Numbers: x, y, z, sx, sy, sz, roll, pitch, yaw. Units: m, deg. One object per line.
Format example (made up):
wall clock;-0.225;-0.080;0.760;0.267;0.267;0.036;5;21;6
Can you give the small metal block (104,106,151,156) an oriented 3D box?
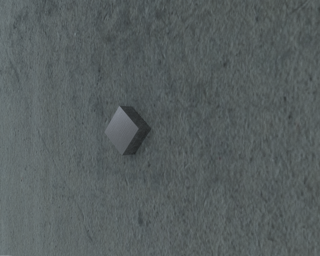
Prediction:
small metal block;-0.047;0.004;0.445;0.050;0.025;0.050;48;119;29
